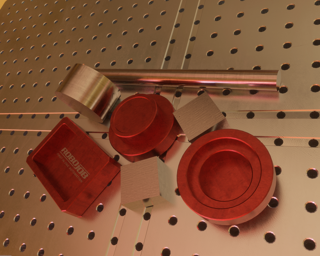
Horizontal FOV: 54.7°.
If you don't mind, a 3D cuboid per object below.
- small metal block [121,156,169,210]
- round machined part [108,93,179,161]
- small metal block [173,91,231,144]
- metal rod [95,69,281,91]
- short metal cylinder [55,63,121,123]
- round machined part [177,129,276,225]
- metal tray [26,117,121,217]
[{"bbox_3d":[-0.020,0.068,0.377,0.050,0.025,0.050,-18,55,18],"label":"small metal block"},{"bbox_3d":[-0.027,-0.007,0.415,0.098,0.042,0.098,-14,53,19],"label":"round machined part"},{"bbox_3d":[0.051,-0.010,0.388,0.050,0.025,0.050,-33,51,6],"label":"small metal block"},{"bbox_3d":[0.013,-0.072,0.445,0.300,0.025,0.025,7,65,31],"label":"metal rod"},{"bbox_3d":[-0.106,-0.050,0.460,0.080,0.080,0.050,19,72,35],"label":"short metal cylinder"},{"bbox_3d":[0.071,0.053,0.327,0.098,0.042,0.098,-13,56,21],"label":"round machined part"},{"bbox_3d":[-0.126,0.050,0.440,0.090,0.030,0.130,-50,51,-7],"label":"metal tray"}]
